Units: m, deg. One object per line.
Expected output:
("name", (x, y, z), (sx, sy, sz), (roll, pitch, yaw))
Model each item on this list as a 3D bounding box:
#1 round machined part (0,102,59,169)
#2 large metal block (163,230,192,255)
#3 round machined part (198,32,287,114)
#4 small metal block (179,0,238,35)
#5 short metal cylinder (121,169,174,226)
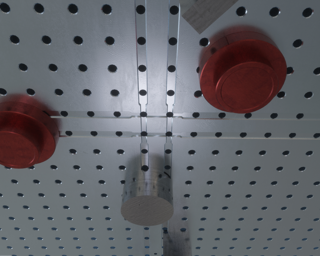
("round machined part", (-0.190, 0.017, 0.413), (0.099, 0.042, 0.097), (0, 130, 0))
("large metal block", (0.036, 0.254, 0.592), (0.050, 0.080, 0.080), (-6, 130, 5))
("round machined part", (0.095, -0.055, 0.354), (0.099, 0.042, 0.097), (0, 130, 0))
("small metal block", (0.046, -0.123, 0.291), (0.025, 0.050, 0.050), (37, 121, -27))
("short metal cylinder", (-0.019, 0.111, 0.489), (0.081, 0.050, 0.079), (0, 130, 0))
